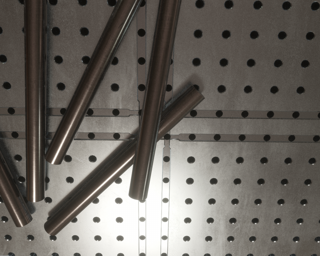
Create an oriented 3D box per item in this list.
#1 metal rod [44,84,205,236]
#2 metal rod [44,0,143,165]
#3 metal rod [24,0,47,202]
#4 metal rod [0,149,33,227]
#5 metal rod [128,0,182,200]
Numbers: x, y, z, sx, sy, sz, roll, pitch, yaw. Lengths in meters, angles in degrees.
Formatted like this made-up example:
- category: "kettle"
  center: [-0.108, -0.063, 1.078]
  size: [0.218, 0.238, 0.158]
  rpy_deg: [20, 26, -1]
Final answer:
- category: "metal rod"
  center: [-0.057, 0.052, 0.431]
  size: [0.299, 0.025, 0.025]
  rpy_deg: [-43, 105, 14]
- category: "metal rod"
  center: [-0.075, -0.080, 0.382]
  size: [0.025, 0.025, 0.298]
  rpy_deg: [27, 108, -10]
- category: "metal rod"
  center: [-0.159, -0.038, 0.396]
  size: [0.025, 0.025, 0.298]
  rpy_deg: [7, 110, -3]
- category: "metal rod"
  center: [-0.239, 0.004, 0.411]
  size: [0.025, 0.025, 0.298]
  rpy_deg: [-14, 110, 4]
- category: "metal rod"
  center: [-0.004, -0.053, 0.375]
  size: [0.025, 0.025, 0.298]
  rpy_deg: [9, 103, -4]
